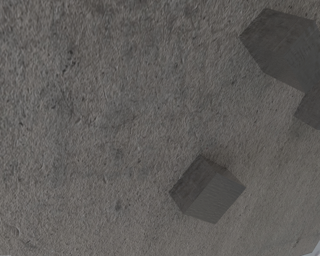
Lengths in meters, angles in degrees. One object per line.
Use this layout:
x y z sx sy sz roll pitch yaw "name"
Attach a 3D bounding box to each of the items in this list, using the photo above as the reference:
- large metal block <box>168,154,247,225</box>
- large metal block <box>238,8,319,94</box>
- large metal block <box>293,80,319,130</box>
0.076 0.099 0.493 0.080 0.050 0.080 29 102 -38 "large metal block"
0.161 -0.100 0.397 0.050 0.080 0.080 -48 129 6 "large metal block"
0.288 -0.040 0.523 0.081 0.050 0.079 6 115 -31 "large metal block"
